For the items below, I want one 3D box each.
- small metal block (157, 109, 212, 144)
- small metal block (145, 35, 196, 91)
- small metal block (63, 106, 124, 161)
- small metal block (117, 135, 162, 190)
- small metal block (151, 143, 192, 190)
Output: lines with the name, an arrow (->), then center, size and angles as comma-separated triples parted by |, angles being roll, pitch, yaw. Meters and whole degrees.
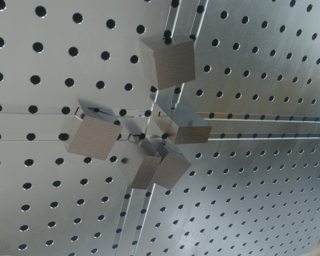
small metal block -> 0.032, -0.003, 0.410 | 0.050, 0.050, 0.025 | -1, 119, -28
small metal block -> 0.013, -0.078, 0.369 | 0.050, 0.025, 0.050 | -19, 126, -17
small metal block -> -0.080, 0.007, 0.371 | 0.050, 0.025, 0.050 | 19, 108, -36
small metal block -> -0.028, 0.044, 0.407 | 0.025, 0.050, 0.050 | 13, 112, -34
small metal block -> 0.009, 0.057, 0.450 | 0.050, 0.025, 0.050 | 31, 101, -38
